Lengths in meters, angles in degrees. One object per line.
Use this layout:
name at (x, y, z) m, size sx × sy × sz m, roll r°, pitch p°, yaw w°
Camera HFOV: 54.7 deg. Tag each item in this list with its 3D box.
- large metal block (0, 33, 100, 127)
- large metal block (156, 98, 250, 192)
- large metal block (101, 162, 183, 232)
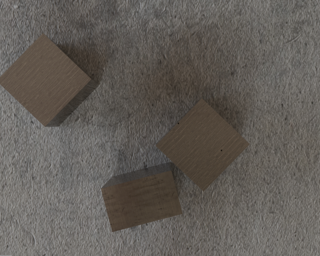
large metal block at (-0.139, -0.058, 0.396) m, size 0.080 × 0.050 × 0.080 m, roll 44°, pitch 90°, yaw 0°
large metal block at (0.052, 0.020, 0.398) m, size 0.080 × 0.050 × 0.080 m, roll 44°, pitch 90°, yaw 0°
large metal block at (-0.020, 0.081, 0.382) m, size 0.080 × 0.080 × 0.050 m, roll -15°, pitch 90°, yaw 0°
